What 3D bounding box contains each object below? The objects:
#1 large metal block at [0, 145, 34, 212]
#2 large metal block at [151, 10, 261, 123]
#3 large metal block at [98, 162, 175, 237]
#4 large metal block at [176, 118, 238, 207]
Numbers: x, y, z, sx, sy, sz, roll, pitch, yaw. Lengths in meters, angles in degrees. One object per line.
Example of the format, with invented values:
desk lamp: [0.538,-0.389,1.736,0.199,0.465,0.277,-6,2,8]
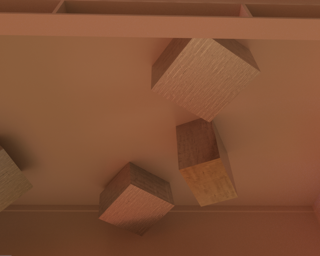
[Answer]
large metal block: [-0.238,0.071,0.422,0.080,0.050,0.080,-40,135,-26]
large metal block: [0.046,-0.064,0.339,0.080,0.050,0.080,27,125,-22]
large metal block: [-0.037,0.111,0.478,0.080,0.050,0.080,32,112,-25]
large metal block: [0.061,0.043,0.411,0.050,0.080,0.080,-19,128,15]
